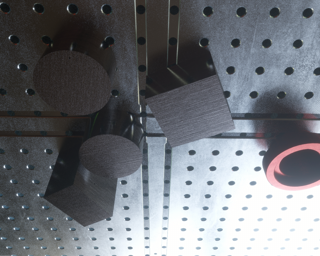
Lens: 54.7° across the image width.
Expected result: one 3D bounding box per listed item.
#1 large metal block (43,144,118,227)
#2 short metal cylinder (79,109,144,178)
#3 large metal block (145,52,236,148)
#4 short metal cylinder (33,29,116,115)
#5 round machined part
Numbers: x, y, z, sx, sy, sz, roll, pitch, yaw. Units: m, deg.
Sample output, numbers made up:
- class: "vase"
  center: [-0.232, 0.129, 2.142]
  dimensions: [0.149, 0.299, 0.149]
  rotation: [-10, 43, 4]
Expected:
- class: "large metal block"
  center: [-0.108, 0.080, 0.442]
  dimensions: [0.050, 0.080, 0.080]
  rotation: [-25, 126, 20]
- class: "short metal cylinder"
  center: [-0.063, 0.022, 0.413]
  dimensions: [0.081, 0.050, 0.079]
  rotation: [0, 130, 0]
- class: "large metal block"
  center: [0.036, -0.031, 0.369]
  dimensions: [0.080, 0.050, 0.080]
  rotation: [-18, 128, 14]
- class: "short metal cylinder"
  center: [-0.091, -0.061, 0.343]
  dimensions: [0.081, 0.050, 0.079]
  rotation: [0, 130, 0]
- class: "round machined part"
  center: [0.195, 0.042, 0.438]
  dimensions: [0.099, 0.042, 0.097]
  rotation: [0, 130, 0]
